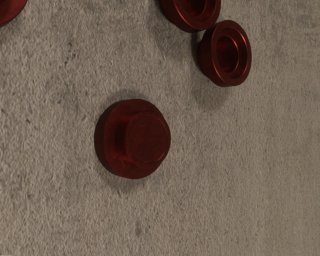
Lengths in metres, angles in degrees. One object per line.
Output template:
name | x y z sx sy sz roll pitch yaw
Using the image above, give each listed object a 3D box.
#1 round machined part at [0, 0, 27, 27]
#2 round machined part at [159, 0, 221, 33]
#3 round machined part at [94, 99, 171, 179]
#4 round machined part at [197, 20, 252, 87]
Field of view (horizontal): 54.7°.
round machined part | -0.160 -0.135 0.260 0.099 0.042 0.097 0 90 -40
round machined part | 0.036 -0.180 0.426 0.099 0.042 0.097 0 90 -40
round machined part | -0.025 0.013 0.374 0.099 0.042 0.097 0 90 -40
round machined part | 0.095 -0.111 0.476 0.099 0.042 0.097 0 90 -40
